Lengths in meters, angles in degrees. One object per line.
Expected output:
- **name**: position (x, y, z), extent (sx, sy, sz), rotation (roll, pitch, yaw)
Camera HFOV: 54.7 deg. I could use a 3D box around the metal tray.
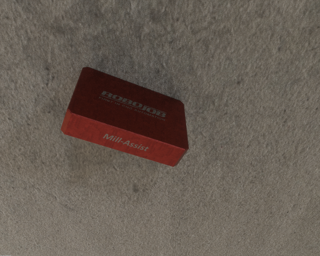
- **metal tray**: position (-0.035, -0.014, 0.351), extent (0.131, 0.090, 0.030), rotation (19, 128, -16)
